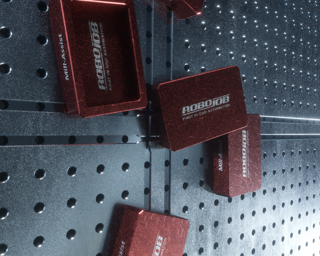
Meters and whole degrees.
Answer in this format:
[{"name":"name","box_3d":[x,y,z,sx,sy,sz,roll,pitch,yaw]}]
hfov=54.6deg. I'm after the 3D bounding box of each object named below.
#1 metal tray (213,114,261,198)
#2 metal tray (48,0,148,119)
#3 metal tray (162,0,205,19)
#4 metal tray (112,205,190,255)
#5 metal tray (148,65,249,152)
[{"name":"metal tray","box_3d":[0.129,0.042,0.513,0.091,0.030,0.129,-2,91,-40]},{"name":"metal tray","box_3d":[-0.066,-0.081,0.349,0.091,0.030,0.129,-13,98,-39]},{"name":"metal tray","box_3d":[0.014,-0.223,0.416,0.131,0.030,0.090,29,72,-36]},{"name":"metal tray","box_3d":[-0.017,0.172,0.391,0.090,0.030,0.130,24,75,-37]},{"name":"metal tray","box_3d":[0.057,-0.030,0.430,0.131,0.030,0.090,-17,102,-23]}]
